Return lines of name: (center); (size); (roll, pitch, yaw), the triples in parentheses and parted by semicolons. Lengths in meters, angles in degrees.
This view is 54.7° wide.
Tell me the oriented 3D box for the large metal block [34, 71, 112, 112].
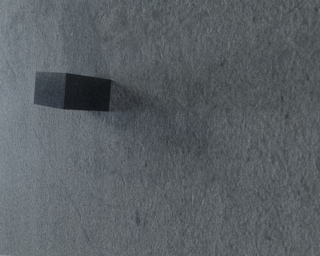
large metal block: (-0.134, -0.056, 0.477); (0.080, 0.081, 0.050); (10, 97, 39)
